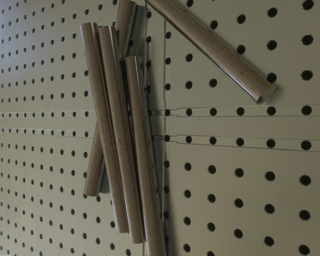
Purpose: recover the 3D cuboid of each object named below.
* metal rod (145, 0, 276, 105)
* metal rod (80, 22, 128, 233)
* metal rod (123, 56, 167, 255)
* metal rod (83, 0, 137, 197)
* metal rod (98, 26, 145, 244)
[{"bbox_3d":[0.025,-0.136,0.387,0.300,0.025,0.025,51,120,27],"label":"metal rod"},{"bbox_3d":[-0.075,0.001,0.445,0.025,0.025,0.298,-9,92,39],"label":"metal rod"},{"bbox_3d":[-0.020,0.049,0.423,0.025,0.025,0.298,-13,82,39],"label":"metal rod"},{"bbox_3d":[-0.078,-0.038,0.470,0.025,0.025,0.298,21,103,38],"label":"metal rod"},{"bbox_3d":[-0.051,0.009,0.431,0.025,0.025,0.298,-9,90,39],"label":"metal rod"}]
